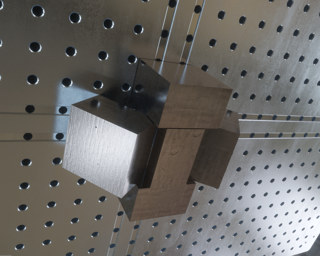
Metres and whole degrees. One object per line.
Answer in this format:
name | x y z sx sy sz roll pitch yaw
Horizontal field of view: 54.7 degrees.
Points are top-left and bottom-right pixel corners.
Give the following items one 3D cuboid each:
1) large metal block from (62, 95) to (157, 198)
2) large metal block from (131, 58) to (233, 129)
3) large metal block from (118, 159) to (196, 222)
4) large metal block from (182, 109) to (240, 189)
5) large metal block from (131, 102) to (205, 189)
large metal block | -0.057 0.018 0.349 0.050 0.080 0.079 -36 146 -60
large metal block | 0.022 -0.041 0.363 0.081 0.080 0.050 1 118 -29
large metal block | -0.012 0.073 0.414 0.081 0.080 0.050 1 118 -29
large metal block | 0.068 0.021 0.416 0.050 0.080 0.079 17 114 5
large metal block | 0.003 0.017 0.388 0.050 0.080 0.079 1 118 -29
